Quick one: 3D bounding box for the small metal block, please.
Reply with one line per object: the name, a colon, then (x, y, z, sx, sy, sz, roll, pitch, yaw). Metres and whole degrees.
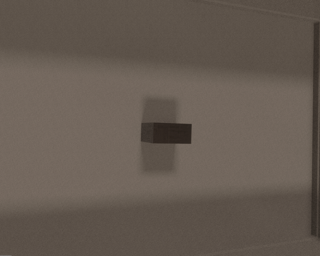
small metal block: (0.007, 0.006, 0.401, 0.050, 0.050, 0.025, 2, 90, -20)
